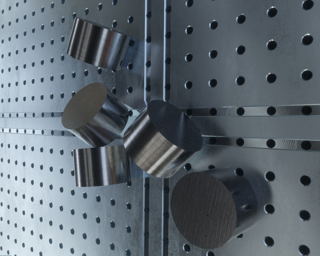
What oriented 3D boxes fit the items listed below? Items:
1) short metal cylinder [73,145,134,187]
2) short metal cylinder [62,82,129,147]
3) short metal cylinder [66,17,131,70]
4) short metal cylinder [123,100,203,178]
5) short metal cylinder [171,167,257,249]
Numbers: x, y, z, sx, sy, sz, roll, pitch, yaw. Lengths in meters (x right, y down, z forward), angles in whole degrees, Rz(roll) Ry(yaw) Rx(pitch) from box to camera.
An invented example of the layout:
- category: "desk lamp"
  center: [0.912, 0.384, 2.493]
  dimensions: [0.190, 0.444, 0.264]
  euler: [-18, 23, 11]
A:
- category: "short metal cylinder"
  center: [-0.080, 0.052, 0.437]
  dimensions: [0.080, 0.081, 0.050]
  euler: [-8, 85, 39]
- category: "short metal cylinder"
  center: [-0.092, -0.018, 0.444]
  dimensions: [0.080, 0.050, 0.080]
  euler: [-20, 47, 24]
- category: "short metal cylinder"
  center: [-0.087, -0.120, 0.443]
  dimensions: [0.080, 0.081, 0.050]
  euler: [32, 110, 35]
- category: "short metal cylinder"
  center: [0.004, 0.012, 0.369]
  dimensions: [0.050, 0.081, 0.080]
  euler: [-48, 62, 29]
- category: "short metal cylinder"
  center: [0.059, 0.086, 0.343]
  dimensions: [0.080, 0.050, 0.079]
  euler: [0, 90, 39]
